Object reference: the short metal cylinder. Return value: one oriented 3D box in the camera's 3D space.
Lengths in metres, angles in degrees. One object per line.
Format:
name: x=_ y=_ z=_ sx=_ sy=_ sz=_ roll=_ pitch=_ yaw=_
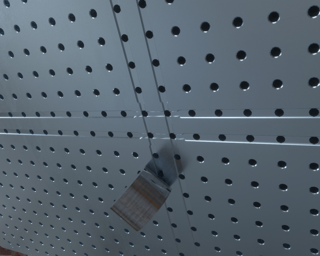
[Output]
short metal cylinder: x=-0.028 y=0.102 z=0.454 sx=0.050 sy=0.080 sz=0.080 roll=41 pitch=129 yaw=0
